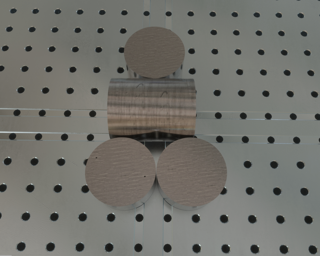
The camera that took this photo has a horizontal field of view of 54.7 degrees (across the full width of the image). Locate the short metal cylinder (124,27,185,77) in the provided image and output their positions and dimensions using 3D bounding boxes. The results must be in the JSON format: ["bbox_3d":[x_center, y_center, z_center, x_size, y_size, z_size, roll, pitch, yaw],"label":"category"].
[{"bbox_3d":[-0.007,-0.093,0.432,0.081,0.050,0.080,0,70,0],"label":"short metal cylinder"}]

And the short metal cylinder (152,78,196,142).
[{"bbox_3d":[0.016,-0.022,0.392,0.050,0.080,0.080,0,70,0],"label":"short metal cylinder"}]

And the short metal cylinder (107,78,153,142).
[{"bbox_3d":[-0.035,-0.023,0.391,0.050,0.080,0.080,0,70,0],"label":"short metal cylinder"}]

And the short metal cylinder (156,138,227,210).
[{"bbox_3d":[0.036,0.057,0.376,0.081,0.050,0.080,0,70,0],"label":"short metal cylinder"}]

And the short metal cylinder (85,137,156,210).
[{"bbox_3d":[-0.045,0.057,0.376,0.081,0.050,0.080,0,70,0],"label":"short metal cylinder"}]
